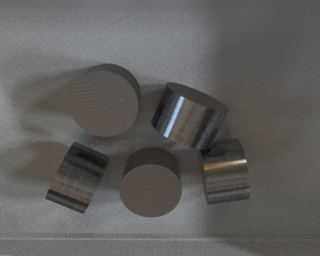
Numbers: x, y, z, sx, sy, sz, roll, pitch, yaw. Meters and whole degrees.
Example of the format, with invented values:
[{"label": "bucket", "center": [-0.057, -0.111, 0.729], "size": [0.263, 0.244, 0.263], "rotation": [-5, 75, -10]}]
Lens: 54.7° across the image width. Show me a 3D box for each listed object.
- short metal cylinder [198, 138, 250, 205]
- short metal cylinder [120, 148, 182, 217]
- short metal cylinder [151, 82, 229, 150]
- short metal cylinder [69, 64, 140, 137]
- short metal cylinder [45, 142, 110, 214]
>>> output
[{"label": "short metal cylinder", "center": [0.080, 0.056, 0.402], "size": [0.050, 0.080, 0.079], "rotation": [-8, 110, 3]}, {"label": "short metal cylinder", "center": [-0.012, 0.074, 0.423], "size": [0.081, 0.050, 0.079], "rotation": [0, 110, -1]}, {"label": "short metal cylinder", "center": [0.036, -0.016, 0.376], "size": [0.080, 0.080, 0.050], "rotation": [20, 109, -8]}, {"label": "short metal cylinder", "center": [-0.066, -0.035, 0.382], "size": [0.081, 0.050, 0.079], "rotation": [0, 110, -1]}, {"label": "short metal cylinder", "center": [-0.105, 0.064, 0.402], "size": [0.050, 0.080, 0.080], "rotation": [26, 108, -10]}]
